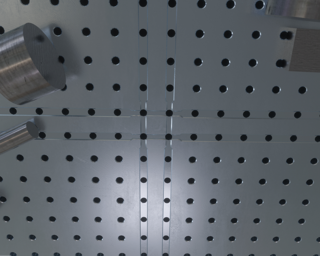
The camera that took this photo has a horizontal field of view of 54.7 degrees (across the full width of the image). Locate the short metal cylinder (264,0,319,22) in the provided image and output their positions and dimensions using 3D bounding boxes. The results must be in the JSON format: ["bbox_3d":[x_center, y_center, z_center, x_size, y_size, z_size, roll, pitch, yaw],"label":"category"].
[{"bbox_3d":[0.159,-0.143,0.333,0.081,0.080,0.050,6,110,-3],"label":"short metal cylinder"}]

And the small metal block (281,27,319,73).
[{"bbox_3d":[0.183,-0.096,0.380,0.050,0.025,0.050,2,110,-1],"label":"small metal block"}]

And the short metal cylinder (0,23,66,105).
[{"bbox_3d":[-0.153,-0.072,0.356,0.050,0.080,0.080,-21,109,7],"label":"short metal cylinder"}]

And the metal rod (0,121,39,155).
[{"bbox_3d":[-0.306,0.063,0.433,0.301,0.025,0.025,-24,109,8],"label":"metal rod"}]
